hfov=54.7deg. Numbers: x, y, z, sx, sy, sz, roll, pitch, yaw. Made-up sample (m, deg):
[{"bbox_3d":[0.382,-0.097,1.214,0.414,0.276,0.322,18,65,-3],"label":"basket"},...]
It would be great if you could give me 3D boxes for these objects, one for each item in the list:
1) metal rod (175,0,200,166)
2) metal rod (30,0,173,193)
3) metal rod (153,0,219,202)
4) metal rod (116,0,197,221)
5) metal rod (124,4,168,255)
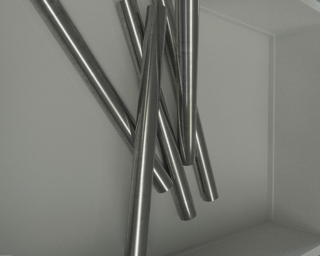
[{"bbox_3d":[0.031,-0.073,0.354,0.025,0.025,0.298,-35,137,-35],"label":"metal rod"},{"bbox_3d":[-0.063,-0.040,0.354,0.025,0.025,0.299,-45,117,-31],"label":"metal rod"},{"bbox_3d":[0.040,-0.034,0.441,0.025,0.025,0.298,-25,106,-38],"label":"metal rod"},{"bbox_3d":[0.000,-0.014,0.408,0.025,0.025,0.298,-27,107,-37],"label":"metal rod"},{"bbox_3d":[-0.016,0.006,0.360,0.025,0.025,0.298,8,85,-40],"label":"metal rod"}]
